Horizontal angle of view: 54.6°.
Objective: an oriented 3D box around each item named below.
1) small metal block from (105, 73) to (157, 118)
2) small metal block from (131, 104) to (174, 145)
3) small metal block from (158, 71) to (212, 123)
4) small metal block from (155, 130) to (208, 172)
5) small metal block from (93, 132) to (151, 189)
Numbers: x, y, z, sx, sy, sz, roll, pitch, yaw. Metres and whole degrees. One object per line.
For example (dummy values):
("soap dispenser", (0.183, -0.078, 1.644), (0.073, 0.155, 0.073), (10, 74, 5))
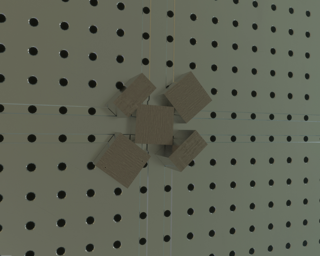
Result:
("small metal block", (-0.037, -0.039, 0.385), (0.025, 0.050, 0.050), (46, 77, -15))
("small metal block", (-0.010, -0.004, 0.408), (0.050, 0.025, 0.050), (4, 88, -19))
("small metal block", (0.034, -0.041, 0.425), (0.050, 0.025, 0.050), (-42, 103, -15))
("small metal block", (0.027, 0.028, 0.409), (0.050, 0.050, 0.025), (-44, 104, -15))
("small metal block", (-0.049, 0.040, 0.394), (0.050, 0.025, 0.050), (40, 77, -16))
